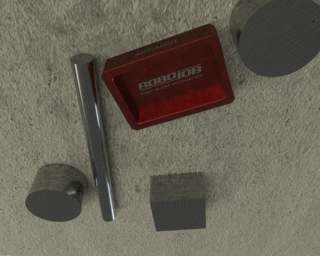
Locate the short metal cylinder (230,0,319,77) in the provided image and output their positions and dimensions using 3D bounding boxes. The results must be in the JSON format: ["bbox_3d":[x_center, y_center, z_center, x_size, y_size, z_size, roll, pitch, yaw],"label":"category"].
[{"bbox_3d":[0.114,-0.098,0.308,0.081,0.050,0.079,0,130,0],"label":"short metal cylinder"}]

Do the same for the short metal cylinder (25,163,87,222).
[{"bbox_3d":[-0.156,0.099,0.474,0.081,0.050,0.079,0,130,0],"label":"short metal cylinder"}]

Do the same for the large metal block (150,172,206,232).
[{"bbox_3d":[0.030,0.118,0.491,0.080,0.050,0.080,-5,130,4],"label":"large metal block"}]

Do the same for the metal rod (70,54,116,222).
[{"bbox_3d":[-0.087,0.037,0.437,0.025,0.025,0.298,0,130,0],"label":"metal rod"}]

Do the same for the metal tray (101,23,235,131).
[{"bbox_3d":[0.011,-0.054,0.357,0.130,0.030,0.090,-16,129,13],"label":"metal tray"}]
